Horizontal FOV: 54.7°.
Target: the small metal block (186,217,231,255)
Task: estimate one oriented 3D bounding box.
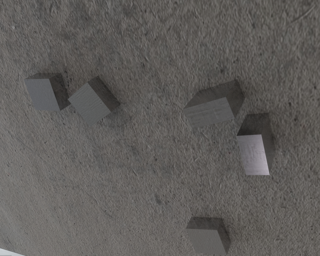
[{"bbox_3d":[0.074,0.163,0.469,0.050,0.025,0.050,-9,114,32],"label":"small metal block"}]

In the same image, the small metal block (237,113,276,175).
[{"bbox_3d":[0.108,0.017,0.344,0.025,0.050,0.050,-5,116,30],"label":"small metal block"}]

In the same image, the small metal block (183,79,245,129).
[{"bbox_3d":[0.061,-0.027,0.342,0.050,0.050,0.025,-15,111,34],"label":"small metal block"}]

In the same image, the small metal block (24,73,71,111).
[{"bbox_3d":[-0.167,-0.054,0.462,0.050,0.025,0.050,3,120,26],"label":"small metal block"}]

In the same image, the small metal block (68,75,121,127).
[{"bbox_3d":[-0.092,-0.037,0.433,0.050,0.025,0.050,-30,102,38],"label":"small metal block"}]
